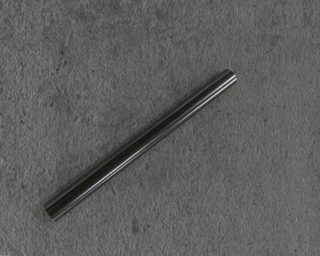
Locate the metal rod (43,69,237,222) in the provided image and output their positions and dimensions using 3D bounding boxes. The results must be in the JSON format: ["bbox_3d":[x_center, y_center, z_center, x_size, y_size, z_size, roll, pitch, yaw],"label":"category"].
[{"bbox_3d":[-0.014,0.013,0.405,0.301,0.025,0.025,-37,102,-16],"label":"metal rod"}]
